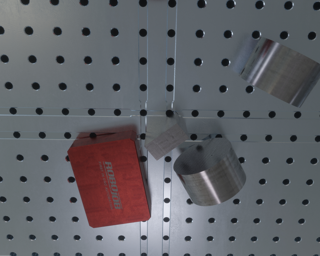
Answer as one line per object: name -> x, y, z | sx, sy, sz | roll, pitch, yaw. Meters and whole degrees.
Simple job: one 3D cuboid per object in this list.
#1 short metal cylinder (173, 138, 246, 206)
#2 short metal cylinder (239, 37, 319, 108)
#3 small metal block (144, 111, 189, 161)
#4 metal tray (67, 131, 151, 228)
short metal cylinder -> 0.065, 0.056, 0.405 | 0.080, 0.080, 0.050 | -26, 108, 9
short metal cylinder -> 0.141, -0.065, 0.362 | 0.080, 0.080, 0.050 | 24, 108, -9
small metal block -> 0.008, 0.009, 0.403 | 0.050, 0.050, 0.025 | -36, 106, 12
metal tray -> -0.067, 0.074, 0.438 | 0.091, 0.030, 0.129 | -9, 110, 3
